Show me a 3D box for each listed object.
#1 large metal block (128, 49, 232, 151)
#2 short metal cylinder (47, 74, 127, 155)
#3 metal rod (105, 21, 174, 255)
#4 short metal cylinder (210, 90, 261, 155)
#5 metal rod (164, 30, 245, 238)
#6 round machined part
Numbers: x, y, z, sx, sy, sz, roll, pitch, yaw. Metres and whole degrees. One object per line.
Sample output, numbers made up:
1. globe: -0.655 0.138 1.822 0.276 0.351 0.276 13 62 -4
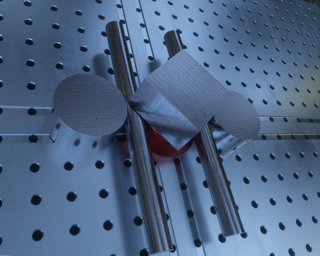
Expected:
1. large metal block: 0.025 -0.035 0.366 0.080 0.050 0.080 44 51 2
2. short metal cylinder: -0.084 -0.015 0.356 0.081 0.050 0.080 14 56 -21
3. metal rod: -0.031 -0.009 0.369 0.025 0.025 0.299 0 62 -28
4. short metal cylinder: 0.096 -0.008 0.448 0.081 0.050 0.080 14 56 -21
5. metal rod: 0.051 -0.010 0.415 0.025 0.025 0.299 0 62 -28
6. round machined part: 0.003 -0.007 0.404 0.099 0.042 0.098 14 56 -21
